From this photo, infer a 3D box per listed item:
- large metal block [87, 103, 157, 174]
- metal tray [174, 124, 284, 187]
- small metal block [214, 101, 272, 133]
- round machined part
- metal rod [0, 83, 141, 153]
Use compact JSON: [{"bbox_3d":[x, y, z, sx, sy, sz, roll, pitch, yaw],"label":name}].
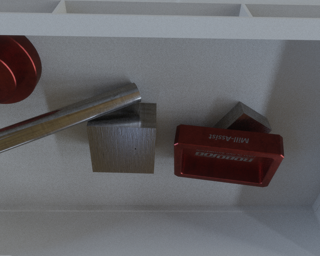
[{"bbox_3d":[-0.047,0.013,0.403,0.081,0.050,0.079,2,130,-2],"label":"large metal block"},{"bbox_3d":[0.085,0.039,0.412,0.131,0.030,0.090,6,145,7],"label":"metal tray"},{"bbox_3d":[0.109,0.000,0.411,0.050,0.025,0.050,27,125,-22],"label":"small metal block"},{"bbox_3d":[-0.187,-0.065,0.340,0.099,0.042,0.097,-1,130,0],"label":"round machined part"},{"bbox_3d":[-0.164,0.011,0.336,0.302,0.025,0.025,-22,132,-15],"label":"metal rod"}]
